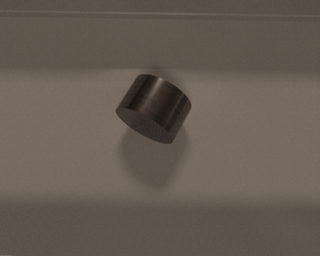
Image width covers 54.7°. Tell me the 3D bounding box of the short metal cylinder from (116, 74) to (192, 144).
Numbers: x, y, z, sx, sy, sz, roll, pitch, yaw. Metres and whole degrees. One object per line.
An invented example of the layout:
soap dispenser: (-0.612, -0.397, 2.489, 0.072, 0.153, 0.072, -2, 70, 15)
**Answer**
short metal cylinder: (-0.008, -0.022, 0.389, 0.080, 0.080, 0.050, 27, 72, 9)
